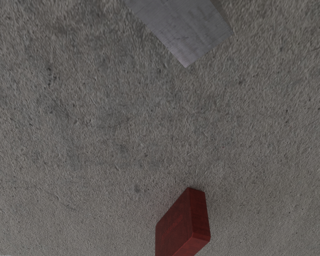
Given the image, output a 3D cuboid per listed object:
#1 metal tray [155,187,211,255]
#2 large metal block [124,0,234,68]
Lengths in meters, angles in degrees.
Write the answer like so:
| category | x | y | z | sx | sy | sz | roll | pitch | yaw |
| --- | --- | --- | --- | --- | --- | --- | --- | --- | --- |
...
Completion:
| category | x | y | z | sx | sy | sz | roll | pitch | yaw |
| --- | --- | --- | --- | --- | --- | --- | --- | --- | --- |
| metal tray | 0.033 | 0.171 | 0.510 | 0.030 | 0.090 | 0.129 | 20 | 127 | -16 |
| large metal block | 0.015 | -0.114 | 0.274 | 0.050 | 0.080 | 0.080 | -33 | 123 | 25 |
